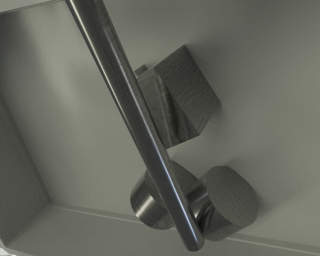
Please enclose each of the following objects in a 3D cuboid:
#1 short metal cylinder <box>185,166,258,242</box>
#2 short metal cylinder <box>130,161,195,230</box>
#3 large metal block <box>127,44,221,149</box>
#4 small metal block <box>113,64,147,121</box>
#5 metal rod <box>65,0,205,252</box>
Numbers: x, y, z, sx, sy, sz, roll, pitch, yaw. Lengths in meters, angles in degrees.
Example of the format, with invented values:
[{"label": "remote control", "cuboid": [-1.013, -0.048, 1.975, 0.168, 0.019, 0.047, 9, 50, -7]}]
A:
[{"label": "short metal cylinder", "cuboid": [0.075, 0.095, 0.391, 0.080, 0.080, 0.050, 41, 129, 0]}, {"label": "short metal cylinder", "cuboid": [0.006, 0.091, 0.425, 0.080, 0.080, 0.050, 36, 129, 4]}, {"label": "large metal block", "cuboid": [0.015, -0.035, 0.342, 0.050, 0.080, 0.080, -26, 104, 37]}, {"label": "small metal block", "cuboid": [-0.027, -0.044, 0.394, 0.050, 0.025, 0.050, -32, 101, 38]}, {"label": "metal rod", "cuboid": [-0.009, 0.016, 0.294, 0.025, 0.025, 0.299, -4, 124, 30]}]
